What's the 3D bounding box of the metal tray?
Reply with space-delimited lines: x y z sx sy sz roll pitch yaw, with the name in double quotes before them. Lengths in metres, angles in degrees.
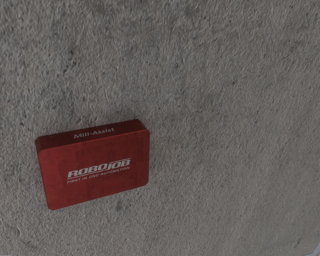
"metal tray" -0.079 0.044 0.387 0.131 0.030 0.089 -11 123 -22
